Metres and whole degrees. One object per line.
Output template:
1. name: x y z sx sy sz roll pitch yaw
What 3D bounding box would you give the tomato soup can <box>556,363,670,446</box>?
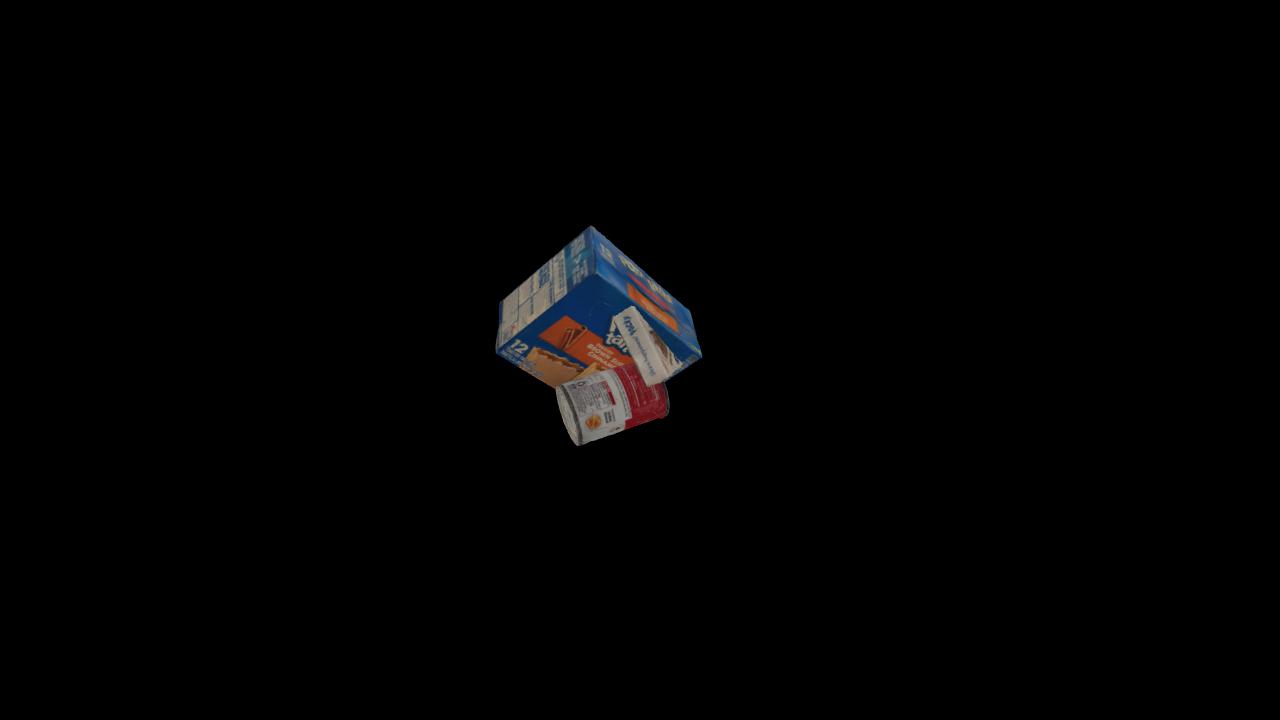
1. tomato soup can: -0.029 0.043 0.637 0.101 0.068 0.068 -18 6 -18

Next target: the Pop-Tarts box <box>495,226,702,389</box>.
1. Pop-Tarts box: -0.042 -0.031 0.653 0.141 0.083 0.167 -35 -48 23

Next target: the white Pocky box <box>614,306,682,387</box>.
1. white Pocky box: 0.018 -0.027 0.660 0.028 0.084 0.154 -26 2 18
